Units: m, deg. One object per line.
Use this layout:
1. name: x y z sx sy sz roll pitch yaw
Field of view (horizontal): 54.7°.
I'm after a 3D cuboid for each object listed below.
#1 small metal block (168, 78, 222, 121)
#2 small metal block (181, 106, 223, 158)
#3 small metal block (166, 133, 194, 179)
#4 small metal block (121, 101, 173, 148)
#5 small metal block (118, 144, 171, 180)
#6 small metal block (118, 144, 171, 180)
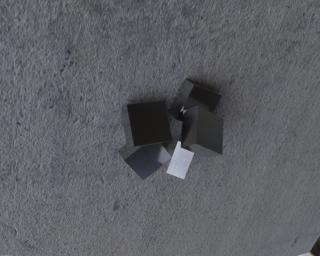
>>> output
1. small metal block: 0.046 -0.033 0.415 0.050 0.025 0.050 15 111 -35
2. small metal block: 0.054 0.006 0.394 0.050 0.025 0.050 23 62 -37
3. small metal block: 0.033 0.035 0.430 0.025 0.050 0.050 20 112 4
4. small metal block: -0.017 -0.004 0.382 0.050 0.025 0.050 -8 84 -25
5. small metal block: -0.020 0.035 0.421 0.050 0.025 0.050 -39 129 -3
6. small metal block: -0.020 0.035 0.421 0.050 0.025 0.050 -38 130 -3
